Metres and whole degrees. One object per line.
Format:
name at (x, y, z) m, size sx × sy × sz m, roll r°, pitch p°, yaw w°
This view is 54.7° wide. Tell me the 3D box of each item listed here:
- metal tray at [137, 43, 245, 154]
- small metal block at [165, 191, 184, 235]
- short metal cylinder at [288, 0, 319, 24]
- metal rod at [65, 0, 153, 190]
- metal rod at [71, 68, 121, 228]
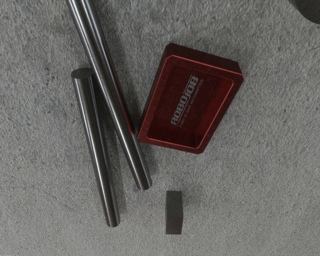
metal tray at (0.032, -0.029, 0.379) m, size 0.091 × 0.030 × 0.129 m, roll 13°, pitch 129°, yaw -12°
small metal block at (0.023, 0.140, 0.510) m, size 0.025 × 0.050 × 0.050 m, roll 1°, pitch 130°, yaw -1°
short metal cylinder at (0.152, -0.140, 0.274) m, size 0.081 × 0.050 × 0.079 m, roll 0°, pitch 130°, yaw 0°
metal rod at (-0.053, -0.025, 0.385) m, size 0.025 × 0.025 × 0.298 m, roll -9°, pitch 130°, yaw 7°
metal rod at (-0.085, 0.051, 0.449) m, size 0.025 × 0.025 × 0.298 m, roll -1°, pitch 130°, yaw 0°
